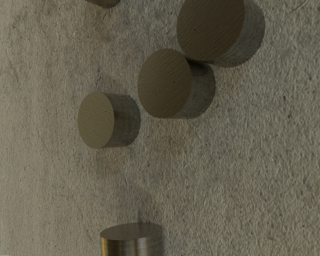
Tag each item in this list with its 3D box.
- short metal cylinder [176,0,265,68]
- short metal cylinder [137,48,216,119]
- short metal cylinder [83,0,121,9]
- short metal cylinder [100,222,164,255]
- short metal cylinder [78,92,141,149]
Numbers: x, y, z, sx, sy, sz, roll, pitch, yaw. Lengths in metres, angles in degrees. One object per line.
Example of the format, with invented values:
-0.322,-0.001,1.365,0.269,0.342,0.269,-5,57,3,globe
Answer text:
0.065,-0.109,0.335,0.080,0.050,0.080,0,90,40,short metal cylinder
0.019,-0.051,0.373,0.080,0.050,0.080,0,90,40,short metal cylinder
-0.092,-0.228,0.465,0.080,0.050,0.080,0,90,40,short metal cylinder
-0.035,0.157,0.398,0.080,0.081,0.050,-7,86,40,short metal cylinder
-0.074,-0.011,0.450,0.080,0.050,0.080,0,90,40,short metal cylinder
